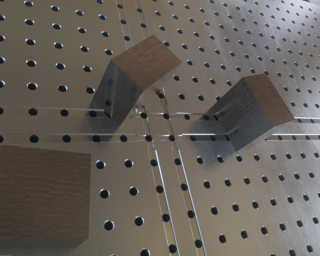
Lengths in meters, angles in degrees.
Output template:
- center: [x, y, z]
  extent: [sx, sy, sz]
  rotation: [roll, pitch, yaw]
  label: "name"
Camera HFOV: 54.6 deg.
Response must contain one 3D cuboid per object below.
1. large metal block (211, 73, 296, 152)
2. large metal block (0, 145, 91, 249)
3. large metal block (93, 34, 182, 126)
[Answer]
- center: [0.134, -0.022, 0.458]
  extent: [0.050, 0.080, 0.080]
  rotation: [-14, 69, -34]
  label: "large metal block"
- center: [-0.112, 0.067, 0.291]
  extent: [0.081, 0.050, 0.080]
  rotation: [9, 58, -24]
  label: "large metal block"
- center: [-0.030, -0.060, 0.393]
  extent: [0.050, 0.080, 0.080]
  rotation: [45, 51, 3]
  label: "large metal block"
